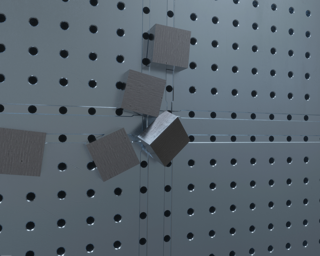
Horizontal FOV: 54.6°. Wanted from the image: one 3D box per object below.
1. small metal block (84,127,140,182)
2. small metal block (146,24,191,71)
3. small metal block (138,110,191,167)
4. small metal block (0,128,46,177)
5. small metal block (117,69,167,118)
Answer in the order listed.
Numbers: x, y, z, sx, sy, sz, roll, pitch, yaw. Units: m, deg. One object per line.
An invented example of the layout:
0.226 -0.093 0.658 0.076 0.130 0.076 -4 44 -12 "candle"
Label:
-0.060 0.032 0.390 0.050 0.025 0.050 -26 99 -18 "small metal block"
0.012 -0.107 0.416 0.050 0.025 0.050 6 88 -20 "small metal block"
0.007 0.014 0.403 0.050 0.025 0.050 -45 135 -14 "small metal block"
-0.160 0.027 0.354 0.050 0.025 0.050 8 87 -20 "small metal block"
-0.024 -0.043 0.403 0.050 0.025 0.050 14 85 -20 "small metal block"
